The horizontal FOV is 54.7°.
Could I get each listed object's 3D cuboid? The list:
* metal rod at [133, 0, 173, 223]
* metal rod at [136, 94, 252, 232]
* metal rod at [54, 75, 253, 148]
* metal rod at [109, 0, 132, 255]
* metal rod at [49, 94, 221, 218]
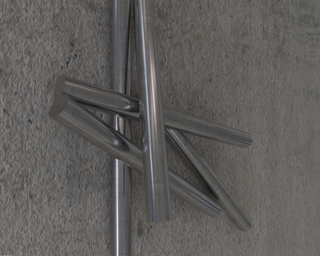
[{"bbox_3d":[-0.012,-0.053,0.338,0.025,0.025,0.299,12,65,-39],"label":"metal rod"},{"bbox_3d":[0.061,0.061,0.455,0.300,0.025,0.025,51,60,-28],"label":"metal rod"},{"bbox_3d":[0.019,-0.009,0.386,0.302,0.025,0.025,14,81,-39],"label":"metal rod"},{"bbox_3d":[-0.046,0.001,0.365,0.025,0.025,0.298,-1,91,-40],"label":"metal rod"},{"bbox_3d":[-0.004,0.053,0.374,0.301,0.025,0.025,40,66,-42],"label":"metal rod"}]
